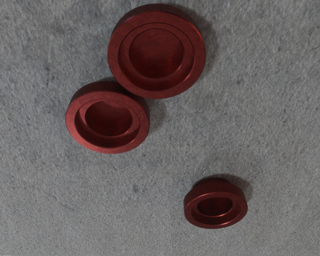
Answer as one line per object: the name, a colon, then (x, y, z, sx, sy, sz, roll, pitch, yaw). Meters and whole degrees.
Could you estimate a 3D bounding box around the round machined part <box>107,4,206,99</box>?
round machined part: (-0.003, -0.082, 0.326, 0.099, 0.042, 0.097, -1, 130, 0)

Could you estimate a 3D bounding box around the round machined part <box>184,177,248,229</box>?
round machined part: (0.087, 0.117, 0.497, 0.099, 0.042, 0.097, -1, 130, 0)

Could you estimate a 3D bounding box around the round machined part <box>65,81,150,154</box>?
round machined part: (-0.062, -0.017, 0.381, 0.099, 0.042, 0.097, -1, 130, 0)
